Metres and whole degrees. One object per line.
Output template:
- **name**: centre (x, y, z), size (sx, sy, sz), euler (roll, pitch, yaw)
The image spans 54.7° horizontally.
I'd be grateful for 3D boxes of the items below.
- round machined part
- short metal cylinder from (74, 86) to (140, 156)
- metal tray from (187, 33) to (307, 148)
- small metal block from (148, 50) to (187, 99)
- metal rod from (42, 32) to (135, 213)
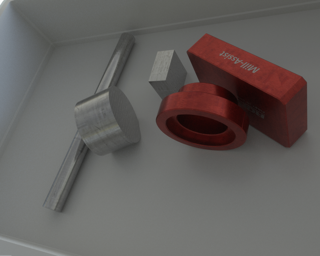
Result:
- **round machined part**: centre (0.048, -0.014, 0.341), size (0.098, 0.098, 0.042), euler (3, 64, 29)
- **short metal cylinder**: centre (-0.067, -0.009, 0.410), size (0.050, 0.080, 0.080), euler (-22, 54, 14)
- **metal tray**: centre (0.094, -0.042, 0.338), size (0.030, 0.090, 0.130), euler (-44, 51, -7)
- **small metal block**: centre (0.012, -0.070, 0.425), size (0.025, 0.050, 0.050), euler (1, 62, 28)
- **metal rod**: centre (-0.099, -0.022, 0.469), size (0.025, 0.025, 0.300), euler (5, 64, 30)
